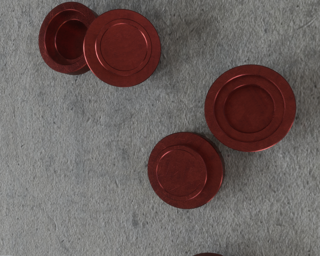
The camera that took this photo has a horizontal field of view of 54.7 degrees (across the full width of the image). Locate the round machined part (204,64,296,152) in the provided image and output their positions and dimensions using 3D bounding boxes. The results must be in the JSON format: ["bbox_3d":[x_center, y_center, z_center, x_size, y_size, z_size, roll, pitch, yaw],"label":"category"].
[{"bbox_3d":[0.105,-0.022,0.363,0.098,0.042,0.097,0,90,20],"label":"round machined part"}]

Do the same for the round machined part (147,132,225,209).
[{"bbox_3d":[0.029,0.054,0.390,0.098,0.042,0.097,0,90,20],"label":"round machined part"}]

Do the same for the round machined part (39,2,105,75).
[{"bbox_3d":[-0.119,-0.124,0.442,0.098,0.042,0.097,0,90,20],"label":"round machined part"}]

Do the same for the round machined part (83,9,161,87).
[{"bbox_3d":[-0.047,-0.101,0.393,0.099,0.042,0.097,-2,100,-10],"label":"round machined part"}]

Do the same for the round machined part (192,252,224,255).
[{"bbox_3d":[0.065,0.200,0.377,0.098,0.042,0.097,0,90,20],"label":"round machined part"}]
